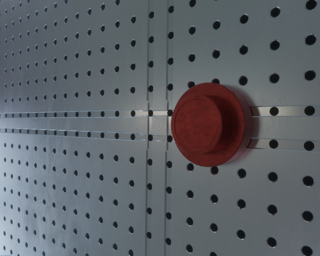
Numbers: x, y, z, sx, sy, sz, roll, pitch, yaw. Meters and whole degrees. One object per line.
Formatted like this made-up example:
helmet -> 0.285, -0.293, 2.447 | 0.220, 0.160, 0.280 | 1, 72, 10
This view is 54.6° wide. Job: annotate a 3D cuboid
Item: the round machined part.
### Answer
round machined part -> 0.052, -0.004, 0.357 | 0.098, 0.042, 0.097 | 0, 90, 40
